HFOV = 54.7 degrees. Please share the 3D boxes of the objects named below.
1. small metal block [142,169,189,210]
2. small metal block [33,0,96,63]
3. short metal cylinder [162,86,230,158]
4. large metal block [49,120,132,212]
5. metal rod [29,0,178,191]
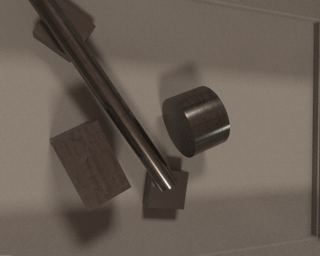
[{"bbox_3d":[0.007,0.080,0.415,0.050,0.025,0.050,9,87,-20],"label":"small metal block"},{"bbox_3d":[-0.114,-0.115,0.369,0.050,0.025,0.050,35,78,-17],"label":"small metal block"},{"bbox_3d":[0.044,-0.008,0.399,0.050,0.080,0.080,-22,98,-19],"label":"short metal cylinder"},{"bbox_3d":[-0.082,0.038,0.352,0.050,0.080,0.080,-28,100,-18],"label":"large metal block"},{"bbox_3d":[-0.069,-0.051,0.358,0.025,0.025,0.299,-37,102,-16],"label":"metal rod"}]
